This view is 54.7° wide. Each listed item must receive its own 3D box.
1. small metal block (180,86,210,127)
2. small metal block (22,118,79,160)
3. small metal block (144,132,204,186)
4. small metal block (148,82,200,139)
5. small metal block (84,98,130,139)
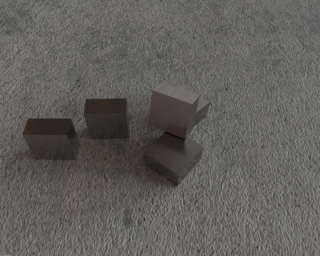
[{"bbox_3d":[0.031,-0.026,0.420,0.050,0.025,0.050,32,46,24],"label":"small metal block"},{"bbox_3d":[-0.129,0.014,0.374,0.050,0.050,0.025,0,50,0],"label":"small metal block"},{"bbox_3d":[0.016,0.033,0.375,0.050,0.025,0.050,31,57,23],"label":"small metal block"},{"bbox_3d":[0.016,-0.022,0.375,0.050,0.050,0.025,21,39,17],"label":"small metal block"},{"bbox_3d":[-0.066,-0.011,0.396,0.050,0.050,0.025,-1,50,-1],"label":"small metal block"}]
